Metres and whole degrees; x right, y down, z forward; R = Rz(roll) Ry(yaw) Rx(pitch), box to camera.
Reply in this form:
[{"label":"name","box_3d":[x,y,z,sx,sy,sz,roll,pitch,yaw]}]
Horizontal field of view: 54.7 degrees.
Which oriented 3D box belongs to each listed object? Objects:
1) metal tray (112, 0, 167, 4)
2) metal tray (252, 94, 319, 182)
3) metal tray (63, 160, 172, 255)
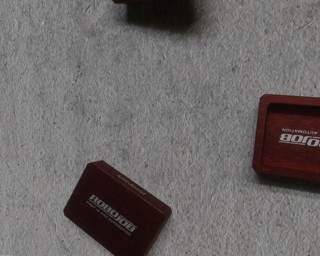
[{"label":"metal tray","box_3d":[-0.005,-0.204,0.378,0.130,0.030,0.089,9,112,33]},{"label":"metal tray","box_3d":[0.175,0.012,0.344,0.130,0.030,0.089,7,92,19]},{"label":"metal tray","box_3d":[-0.061,0.115,0.428,0.130,0.030,0.090,32,100,17]}]
